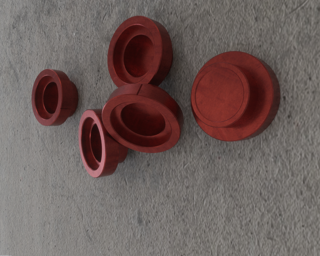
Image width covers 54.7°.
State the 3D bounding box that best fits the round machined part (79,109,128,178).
[{"bbox_3d":[-0.080,0.020,0.449,0.098,0.042,0.097,12,105,54],"label":"round machined part"}]

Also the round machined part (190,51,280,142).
[{"bbox_3d":[0.073,-0.034,0.334,0.098,0.042,0.097,0,90,40],"label":"round machined part"}]

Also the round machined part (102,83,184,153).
[{"bbox_3d":[-0.018,-0.017,0.386,0.098,0.098,0.042,-26,31,37],"label":"round machined part"}]

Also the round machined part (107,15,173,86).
[{"bbox_3d":[-0.022,-0.094,0.412,0.098,0.042,0.097,0,90,40],"label":"round machined part"}]

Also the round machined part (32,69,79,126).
[{"bbox_3d":[-0.181,-0.052,0.543,0.098,0.042,0.097,0,90,40],"label":"round machined part"}]
